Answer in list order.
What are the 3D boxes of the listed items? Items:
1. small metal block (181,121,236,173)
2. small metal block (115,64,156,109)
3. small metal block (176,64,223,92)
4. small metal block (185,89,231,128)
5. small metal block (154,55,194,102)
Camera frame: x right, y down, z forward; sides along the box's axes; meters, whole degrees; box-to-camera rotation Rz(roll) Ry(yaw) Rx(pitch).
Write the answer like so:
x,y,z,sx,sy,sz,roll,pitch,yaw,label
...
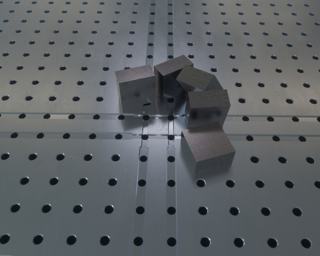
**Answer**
x,y,z,sx,sy,sz,roll,pitch,yaw,label
0.059,0.023,0.389,0.050,0.025,0.050,-14,51,-11,small metal block
-0.034,-0.058,0.440,0.050,0.050,0.025,-14,52,-11,small metal block
0.058,-0.058,0.431,0.050,0.050,0.025,30,84,37,small metal block
0.061,-0.025,0.410,0.050,0.050,0.025,-4,61,-3,small metal block
0.020,-0.072,0.452,0.050,0.050,0.025,-25,54,-19,small metal block
